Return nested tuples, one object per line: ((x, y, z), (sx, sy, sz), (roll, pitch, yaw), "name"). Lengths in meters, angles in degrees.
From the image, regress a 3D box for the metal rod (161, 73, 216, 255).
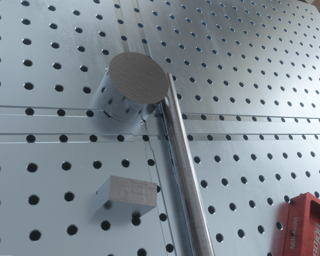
((0.032, 0.058, 0.391), (0.025, 0.025, 0.299), (3, 60, -27), "metal rod")

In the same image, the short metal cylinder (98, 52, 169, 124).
((-0.036, -0.052, 0.406), (0.081, 0.050, 0.080), (14, 56, -21), "short metal cylinder")

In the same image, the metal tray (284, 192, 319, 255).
((0.219, 0.166, 0.424), (0.090, 0.030, 0.130), (33, 51, -7), "metal tray")

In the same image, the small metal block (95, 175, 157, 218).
((-0.037, 0.074, 0.328), (0.050, 0.050, 0.025), (14, 56, -21), "small metal block")
